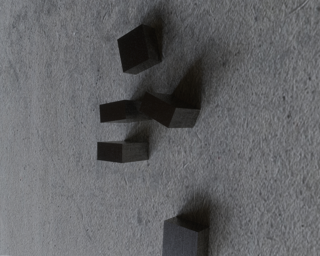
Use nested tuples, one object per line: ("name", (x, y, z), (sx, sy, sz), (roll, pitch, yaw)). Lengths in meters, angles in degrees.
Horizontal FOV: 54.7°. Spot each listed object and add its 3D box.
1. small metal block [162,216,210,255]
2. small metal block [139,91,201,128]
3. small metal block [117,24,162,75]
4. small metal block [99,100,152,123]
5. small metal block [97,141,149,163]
("small metal block", (0.031, 0.142, 0.380), (0.050, 0.025, 0.050), (6, 94, 40))
("small metal block", (0.012, -0.022, 0.379), (0.050, 0.050, 0.025), (32, 110, 35))
("small metal block", (-0.029, -0.107, 0.429), (0.050, 0.025, 0.050), (-18, 79, 38))
("small metal block", (-0.047, -0.022, 0.428), (0.050, 0.050, 0.025), (-6, 86, 40))
("small metal block", (-0.051, 0.032, 0.431), (0.050, 0.050, 0.025), (1, 91, 40))
